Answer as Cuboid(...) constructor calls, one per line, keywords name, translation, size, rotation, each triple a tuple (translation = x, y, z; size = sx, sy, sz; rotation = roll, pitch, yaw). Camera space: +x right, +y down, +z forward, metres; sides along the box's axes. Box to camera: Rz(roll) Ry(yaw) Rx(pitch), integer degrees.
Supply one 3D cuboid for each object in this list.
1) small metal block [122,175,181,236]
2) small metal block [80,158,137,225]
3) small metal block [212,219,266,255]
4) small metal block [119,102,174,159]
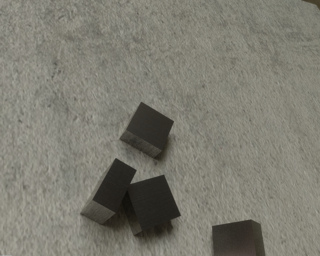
Cuboid(name="small metal block", translation=(-0.012, 0.085, 0.347), size=(0.050, 0.025, 0.050), rotation=(-10, 67, -33))
Cuboid(name="small metal block", translation=(-0.053, 0.066, 0.320), size=(0.025, 0.050, 0.050), rotation=(32, 51, -8))
Cuboid(name="small metal block", translation=(0.089, 0.135, 0.351), size=(0.025, 0.050, 0.050), rotation=(34, 46, -41))
Cuboid(name="small metal block", translation=(-0.016, 0.002, 0.395), size=(0.050, 0.025, 0.050), rotation=(31, 52, -9))
